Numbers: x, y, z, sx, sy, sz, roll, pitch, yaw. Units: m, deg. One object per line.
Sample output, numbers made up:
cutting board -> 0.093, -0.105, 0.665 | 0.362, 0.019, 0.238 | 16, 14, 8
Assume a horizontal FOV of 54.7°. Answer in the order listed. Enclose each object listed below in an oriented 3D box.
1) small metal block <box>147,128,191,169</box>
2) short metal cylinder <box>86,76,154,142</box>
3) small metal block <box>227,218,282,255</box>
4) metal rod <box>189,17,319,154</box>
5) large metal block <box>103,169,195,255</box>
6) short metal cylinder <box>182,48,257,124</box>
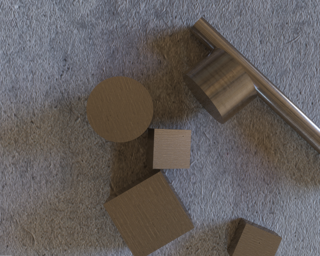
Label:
small metal block -> 0.011, 0.026, 0.402 | 0.050, 0.025, 0.050 | 2, 90, -20
short metal cylinder -> -0.048, -0.023, 0.397 | 0.081, 0.050, 0.080 | 0, 90, 0
small metal block -> 0.125, 0.155, 0.411 | 0.050, 0.025, 0.050 | 23, 90, 0
metal rod -> 0.157, -0.035, 0.411 | 0.300, 0.025, 0.025 | 43, 90, 0
large metal block -> -0.013, 0.106, 0.398 | 0.080, 0.050, 0.080 | -31, 90, 0
short metal cylinder -> 0.072, -0.051, 0.383 | 0.050, 0.080, 0.080 | -39, 90, 0
